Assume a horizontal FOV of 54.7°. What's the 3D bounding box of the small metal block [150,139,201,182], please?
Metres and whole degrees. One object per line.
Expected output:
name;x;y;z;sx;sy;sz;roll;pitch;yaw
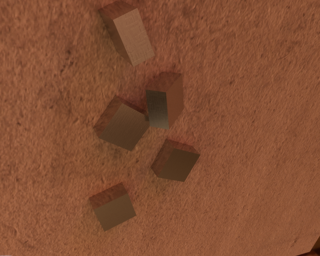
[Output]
small metal block;0.023;0.048;0.451;0.050;0.025;0.050;17;110;-35

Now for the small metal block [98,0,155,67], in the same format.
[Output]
small metal block;-0.034;-0.097;0.313;0.025;0.050;0.050;-31;129;-9

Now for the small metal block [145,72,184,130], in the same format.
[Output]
small metal block;0.007;-0.034;0.374;0.050;0.025;0.050;-53;146;-48

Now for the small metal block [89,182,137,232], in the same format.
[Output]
small metal block;-0.067;0.113;0.441;0.050;0.025;0.050;-24;128;-14

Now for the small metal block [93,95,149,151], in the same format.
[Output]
small metal block;-0.045;-0.005;0.380;0.050;0.025;0.050;28;103;-38
